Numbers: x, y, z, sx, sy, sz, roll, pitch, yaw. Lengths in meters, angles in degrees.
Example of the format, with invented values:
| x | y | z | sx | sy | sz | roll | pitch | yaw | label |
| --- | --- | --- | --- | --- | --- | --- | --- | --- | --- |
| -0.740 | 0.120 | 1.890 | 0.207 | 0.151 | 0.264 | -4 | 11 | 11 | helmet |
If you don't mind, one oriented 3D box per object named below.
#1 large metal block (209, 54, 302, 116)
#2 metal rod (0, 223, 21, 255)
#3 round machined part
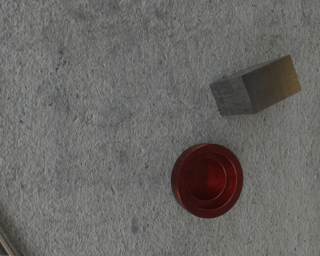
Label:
| x | y | z | sx | sy | sz | roll | pitch | yaw | label |
| --- | --- | --- | --- | --- | --- | --- | --- | --- | --- |
| 0.129 | -0.056 | 0.427 | 0.081 | 0.080 | 0.050 | -25 | 99 | -18 | large metal block |
| -0.195 | 0.097 | 0.337 | 0.025 | 0.025 | 0.299 | -30 | 100 | -17 | metal rod |
| 0.060 | 0.069 | 0.422 | 0.099 | 0.042 | 0.097 | 0 | 90 | -20 | round machined part |
